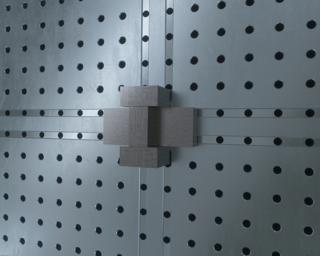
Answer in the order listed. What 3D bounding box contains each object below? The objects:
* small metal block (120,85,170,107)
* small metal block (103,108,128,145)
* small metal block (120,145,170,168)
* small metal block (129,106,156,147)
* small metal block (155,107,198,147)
[{"bbox_3d":[-0.018,-0.039,0.404,0.050,0.050,0.025,1,91,19],"label":"small metal block"},{"bbox_3d":[-0.050,-0.002,0.429,0.050,0.025,0.050,1,90,19],"label":"small metal block"},{"bbox_3d":[-0.019,0.036,0.405,0.050,0.050,0.025,1,91,19],"label":"small metal block"},{"bbox_3d":[-0.018,-0.002,0.404,0.025,0.050,0.050,1,90,20],"label":"small metal block"},{"bbox_3d":[0.022,-0.001,0.404,0.050,0.025,0.050,1,90,19],"label":"small metal block"}]
